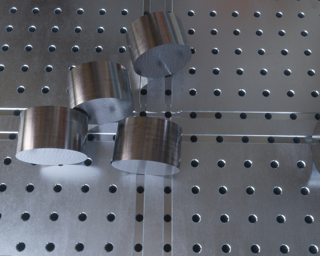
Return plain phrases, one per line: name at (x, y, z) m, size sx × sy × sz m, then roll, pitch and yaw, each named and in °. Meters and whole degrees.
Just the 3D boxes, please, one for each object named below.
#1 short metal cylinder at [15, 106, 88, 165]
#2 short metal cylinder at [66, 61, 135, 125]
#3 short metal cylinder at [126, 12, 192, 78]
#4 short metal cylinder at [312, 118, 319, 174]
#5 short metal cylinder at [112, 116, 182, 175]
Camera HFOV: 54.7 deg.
short metal cylinder at (-0.129, 0.012, 0.377) m, size 0.081 × 0.080 × 0.050 m, roll -3°, pitch 70°, yaw -2°
short metal cylinder at (-0.076, -0.043, 0.397) m, size 0.081 × 0.080 × 0.050 m, roll -10°, pitch 71°, yaw -4°
short metal cylinder at (-0.002, -0.111, 0.423) m, size 0.081 × 0.080 × 0.050 m, roll -13°, pitch 71°, yaw -5°
short metal cylinder at (0.229, 0.023, 0.377) m, size 0.050 × 0.080 × 0.080 m, roll 2°, pitch 70°, yaw 0°
short metal cylinder at (-0.015, 0.024, 0.374) m, size 0.080 × 0.080 × 0.050 m, roll 5°, pitch 70°, yaw 1°
